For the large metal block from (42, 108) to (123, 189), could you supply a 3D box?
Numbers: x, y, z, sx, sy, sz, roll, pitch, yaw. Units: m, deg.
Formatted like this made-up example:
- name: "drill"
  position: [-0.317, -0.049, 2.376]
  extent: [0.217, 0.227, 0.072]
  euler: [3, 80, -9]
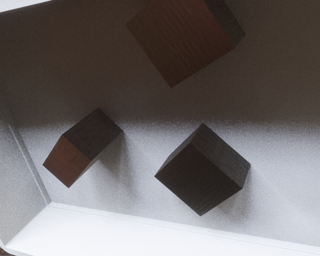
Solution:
- name: "large metal block"
  position: [-0.110, 0.028, 0.447]
  extent: [0.050, 0.080, 0.080]
  euler: [43, 129, -2]

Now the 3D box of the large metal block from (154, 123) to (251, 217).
- name: "large metal block"
  position: [0.054, 0.054, 0.397]
  extent: [0.080, 0.050, 0.080]
  euler: [41, 129, -1]

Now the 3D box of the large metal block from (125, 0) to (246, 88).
- name: "large metal block"
  position: [0.026, -0.100, 0.316]
  extent: [0.080, 0.050, 0.080]
  euler: [-29, 103, 37]
